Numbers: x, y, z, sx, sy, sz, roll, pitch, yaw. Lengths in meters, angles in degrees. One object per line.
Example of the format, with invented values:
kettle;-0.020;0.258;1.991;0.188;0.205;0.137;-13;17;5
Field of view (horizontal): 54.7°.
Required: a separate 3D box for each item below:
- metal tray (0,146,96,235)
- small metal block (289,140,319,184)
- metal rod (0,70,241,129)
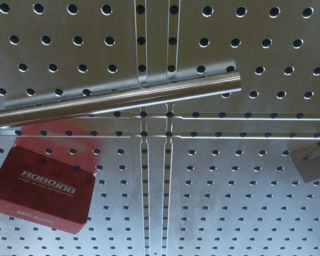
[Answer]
metal tray;-0.164;0.088;0.442;0.131;0.090;0.030;25;126;-20
small metal block;0.227;0.050;0.456;0.050;0.025;0.050;-28;125;21
metal rod;-0.055;-0.033;0.382;0.301;0.025;0.025;-9;130;7
